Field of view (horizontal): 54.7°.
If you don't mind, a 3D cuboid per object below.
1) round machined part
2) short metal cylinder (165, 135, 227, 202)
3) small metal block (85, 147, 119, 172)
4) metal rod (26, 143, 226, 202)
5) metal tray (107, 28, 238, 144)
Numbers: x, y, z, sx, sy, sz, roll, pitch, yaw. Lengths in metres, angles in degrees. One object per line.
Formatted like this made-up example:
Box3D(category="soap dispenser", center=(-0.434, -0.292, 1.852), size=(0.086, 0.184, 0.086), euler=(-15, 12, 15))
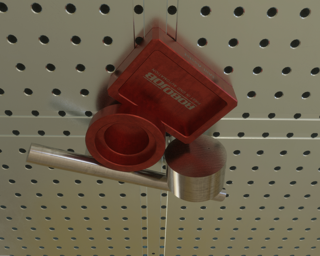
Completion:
Box3D(category="round machined part", center=(-0.042, 0.008, 0.396), size=(0.099, 0.042, 0.097), euler=(1, 130, 1))
Box3D(category="short metal cylinder", center=(0.048, 0.053, 0.419), size=(0.080, 0.080, 0.050), euler=(-3, 130, 2))
Box3D(category="small metal block", center=(-0.076, 0.036, 0.441), size=(0.050, 0.025, 0.050), euler=(22, 127, -18))
Box3D(category="metal rod", center=(-0.030, 0.069, 0.444), size=(0.302, 0.025, 0.025), euler=(17, 129, -25))
Box3D(category="metal tray", center=(0.016, -0.044, 0.370), size=(0.130, 0.030, 0.090), euler=(33, 122, -25))
